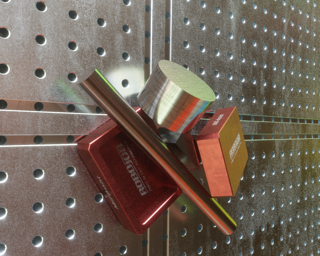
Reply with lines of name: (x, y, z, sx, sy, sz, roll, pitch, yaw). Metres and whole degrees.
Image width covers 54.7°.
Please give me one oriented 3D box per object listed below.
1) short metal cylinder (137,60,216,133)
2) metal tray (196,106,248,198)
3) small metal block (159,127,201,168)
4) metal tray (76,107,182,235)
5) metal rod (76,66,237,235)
short metal cylinder: (0.020, -0.039, 0.378, 0.081, 0.080, 0.050, 10, 125, -40)
metal tray: (0.095, 0.030, 0.448, 0.131, 0.030, 0.089, -40, 117, -59)
small metal block: (0.023, 0.025, 0.407, 0.050, 0.050, 0.025, 48, 61, -30)
metal tray: (-0.030, 0.050, 0.376, 0.091, 0.030, 0.129, -39, 114, -33)
metal rod: (0.014, 0.046, 0.377, 0.300, 0.025, 0.025, 49, 61, -29)
